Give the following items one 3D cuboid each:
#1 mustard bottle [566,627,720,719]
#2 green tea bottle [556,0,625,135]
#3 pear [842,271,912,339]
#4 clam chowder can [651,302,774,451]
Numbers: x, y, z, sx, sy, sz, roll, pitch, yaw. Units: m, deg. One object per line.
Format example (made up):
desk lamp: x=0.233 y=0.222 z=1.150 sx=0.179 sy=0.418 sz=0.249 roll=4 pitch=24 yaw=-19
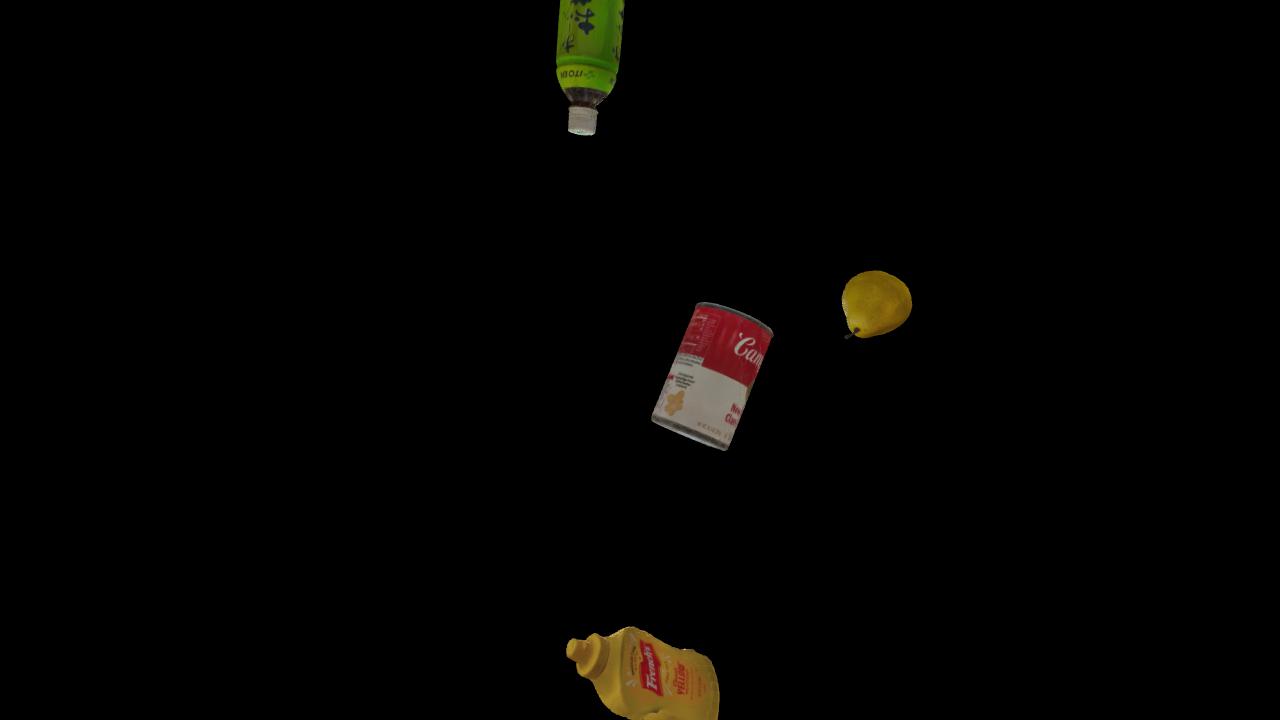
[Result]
mustard bottle: x=0.000 y=0.338 z=0.658 sx=0.184 sy=0.092 sz=0.054 roll=32 pitch=-50 yaw=-20
green tea bottle: x=-0.054 y=-0.356 z=0.669 sx=0.073 sy=0.212 sz=0.073 roll=6 pitch=11 yaw=-1
pear: x=0.272 y=-0.055 z=0.719 sx=0.080 sy=0.080 sz=0.111 roll=0 pitch=39 yaw=32
clam chowder can: x=0.057 y=0.014 z=0.492 sx=0.068 sy=0.102 sz=0.068 roll=23 pitch=-7 yaw=3
